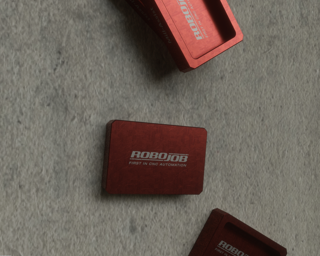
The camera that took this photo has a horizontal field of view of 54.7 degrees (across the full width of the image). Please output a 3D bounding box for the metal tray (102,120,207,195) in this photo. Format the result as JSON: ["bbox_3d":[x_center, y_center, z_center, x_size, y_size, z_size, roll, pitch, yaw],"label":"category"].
[{"bbox_3d":[-0.005,0.039,0.405,0.131,0.030,0.089,5,88,-20],"label":"metal tray"}]

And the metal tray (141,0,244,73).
[{"bbox_3d":[0.037,-0.147,0.388,0.090,0.030,0.130,-33,101,-17],"label":"metal tray"}]

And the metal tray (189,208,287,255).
[{"bbox_3d":[0.114,0.187,0.450,0.130,0.030,0.090,34,79,-17],"label":"metal tray"}]

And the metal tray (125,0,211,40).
[{"bbox_3d":[-0.001,-0.189,0.406,0.130,0.030,0.090,44,76,-15],"label":"metal tray"}]
